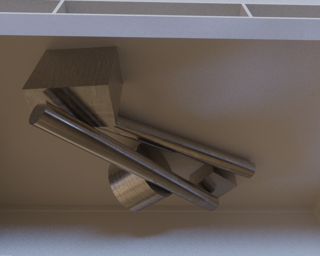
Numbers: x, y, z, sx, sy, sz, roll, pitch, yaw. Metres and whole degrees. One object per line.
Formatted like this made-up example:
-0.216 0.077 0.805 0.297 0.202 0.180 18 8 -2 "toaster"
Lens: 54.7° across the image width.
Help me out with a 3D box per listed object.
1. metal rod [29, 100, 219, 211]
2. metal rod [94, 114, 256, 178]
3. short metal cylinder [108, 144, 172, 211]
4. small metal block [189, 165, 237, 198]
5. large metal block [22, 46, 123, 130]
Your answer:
-0.015 0.050 0.373 0.025 0.025 0.301 -33 136 24 "metal rod"
-0.001 0.015 0.420 0.302 0.025 0.025 19 127 -17 "metal rod"
-0.024 0.067 0.427 0.050 0.080 0.080 -33 123 24 "short metal cylinder"
0.082 0.082 0.479 0.050 0.025 0.050 31 123 -24 "small metal block"
-0.087 -0.045 0.333 0.080 0.080 0.050 -3 130 2 "large metal block"
